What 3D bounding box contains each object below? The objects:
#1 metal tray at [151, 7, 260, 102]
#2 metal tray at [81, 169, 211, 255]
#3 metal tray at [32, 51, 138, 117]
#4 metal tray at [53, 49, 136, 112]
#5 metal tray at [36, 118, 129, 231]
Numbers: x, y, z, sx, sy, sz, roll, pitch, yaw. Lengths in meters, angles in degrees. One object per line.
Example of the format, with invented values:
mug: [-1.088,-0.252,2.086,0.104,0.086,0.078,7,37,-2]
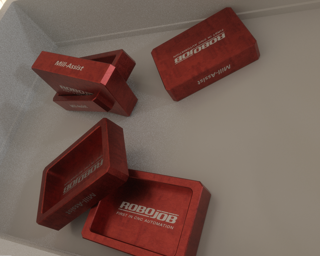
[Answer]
metal tray: [0.060,-0.104,0.435,0.130,0.030,0.090,-27,52,11]
metal tray: [-0.017,0.098,0.351,0.130,0.030,0.090,5,64,30]
metal tray: [-0.107,-0.063,0.447,0.130,0.090,0.030,15,70,25]
metal tray: [-0.105,-0.071,0.481,0.130,0.030,0.090,5,63,46]
metal tray: [-0.099,0.058,0.390,0.130,0.030,0.090,-37,39,20]
